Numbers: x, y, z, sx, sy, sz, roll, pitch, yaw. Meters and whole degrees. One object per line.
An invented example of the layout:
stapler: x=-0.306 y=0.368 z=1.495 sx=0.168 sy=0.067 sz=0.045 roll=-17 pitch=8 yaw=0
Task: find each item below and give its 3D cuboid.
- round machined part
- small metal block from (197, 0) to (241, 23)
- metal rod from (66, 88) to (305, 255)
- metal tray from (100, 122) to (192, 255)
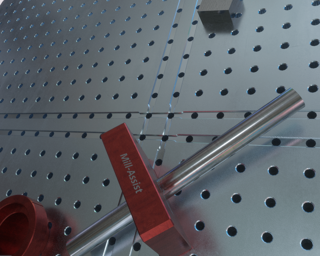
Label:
round machined part: x=-0.187 y=0.141 z=0.406 sx=0.098 sy=0.042 sz=0.098 roll=-13 pitch=56 yaw=20
small metal block: x=0.092 y=-0.189 z=0.475 sx=0.050 sy=0.025 sz=0.050 roll=11 pitch=67 yaw=32
metal rod: x=0.021 y=0.055 z=0.341 sx=0.300 sy=0.025 sz=0.025 roll=-36 pitch=51 yaw=7
metal tray: x=-0.016 y=0.067 z=0.333 sx=0.030 sy=0.090 sz=0.130 roll=-28 pitch=52 yaw=-2
